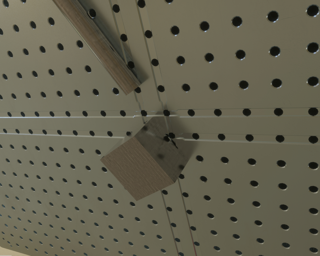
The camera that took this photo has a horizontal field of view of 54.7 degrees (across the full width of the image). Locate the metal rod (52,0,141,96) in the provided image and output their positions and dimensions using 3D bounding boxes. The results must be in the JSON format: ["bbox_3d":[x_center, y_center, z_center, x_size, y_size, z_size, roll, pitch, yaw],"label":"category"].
[{"bbox_3d":[-0.124,-0.166,0.373,0.025,0.025,0.300,-30,102,38],"label":"metal rod"}]

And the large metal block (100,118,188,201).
[{"bbox_3d":[-0.022,0.046,0.435,0.080,0.050,0.080,-34,100,38],"label":"large metal block"}]
